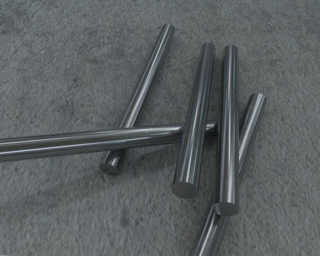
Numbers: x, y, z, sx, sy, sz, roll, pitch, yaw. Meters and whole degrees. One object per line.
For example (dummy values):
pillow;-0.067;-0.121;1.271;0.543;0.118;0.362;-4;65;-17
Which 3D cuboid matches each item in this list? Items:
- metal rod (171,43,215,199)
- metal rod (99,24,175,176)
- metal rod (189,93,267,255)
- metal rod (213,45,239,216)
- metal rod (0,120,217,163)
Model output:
metal rod;0.052;-0.036;0.401;0.025;0.025;0.301;9;40;7
metal rod;-0.022;-0.063;0.455;0.025;0.025;0.300;11;51;9
metal rod;0.077;0.065;0.349;0.025;0.025;0.301;19;52;15
metal rod;0.090;-0.024;0.404;0.025;0.025;0.300;8;44;6
metal rod;-0.069;0.015;0.350;0.303;0.025;0.025;-5;49;-21
